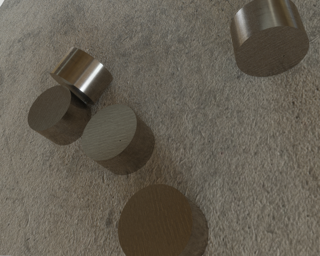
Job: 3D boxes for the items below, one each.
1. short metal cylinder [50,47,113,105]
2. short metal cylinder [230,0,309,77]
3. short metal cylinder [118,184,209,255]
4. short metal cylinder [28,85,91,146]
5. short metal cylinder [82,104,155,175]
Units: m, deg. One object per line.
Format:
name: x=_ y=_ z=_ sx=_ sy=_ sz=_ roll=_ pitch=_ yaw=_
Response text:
short metal cylinder: x=-0.121 y=-0.079 z=0.481 sx=0.080 sy=0.080 sz=0.050 roll=24 pitch=75 yaw=36
short metal cylinder: x=0.127 y=-0.106 z=0.367 sx=0.080 sy=0.080 sz=0.050 roll=-14 pitch=56 yaw=20
short metal cylinder: x=0.004 y=0.105 z=0.321 sx=0.080 sy=0.050 sz=0.080 roll=-13 pitch=56 yaw=21
short metal cylinder: x=-0.155 y=-0.019 z=0.481 sx=0.080 sy=0.050 sz=0.080 roll=-13 pitch=56 yaw=21
short metal cylinder: x=-0.054 y=0.016 z=0.407 sx=0.080 sy=0.050 sz=0.080 roll=-13 pitch=56 yaw=21
